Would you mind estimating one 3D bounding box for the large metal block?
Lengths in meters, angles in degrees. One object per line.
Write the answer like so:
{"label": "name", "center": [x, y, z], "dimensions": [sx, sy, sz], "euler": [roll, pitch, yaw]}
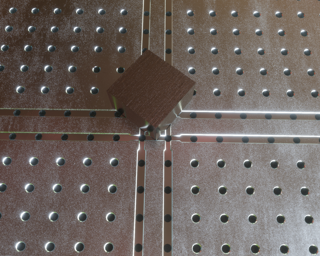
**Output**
{"label": "large metal block", "center": [-0.011, -0.044, 0.414], "dimensions": [0.080, 0.050, 0.080], "euler": [37, 74, 12]}
